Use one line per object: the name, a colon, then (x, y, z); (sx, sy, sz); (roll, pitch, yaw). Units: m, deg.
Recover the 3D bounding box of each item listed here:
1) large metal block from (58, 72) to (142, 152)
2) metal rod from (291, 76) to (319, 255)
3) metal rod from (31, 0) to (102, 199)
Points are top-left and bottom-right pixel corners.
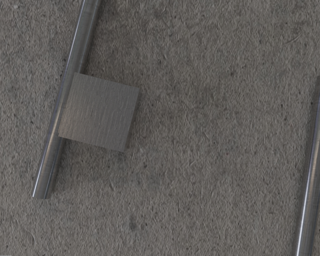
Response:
large metal block: (-0.073, -0.019, 0.397); (0.080, 0.050, 0.080); (14, 90, 0)
metal rod: (0.201, 0.080, 0.411); (0.025, 0.025, 0.298); (8, 90, 0)
metal rod: (-0.119, -0.055, 0.408); (0.025, 0.025, 0.298); (15, 90, 0)
